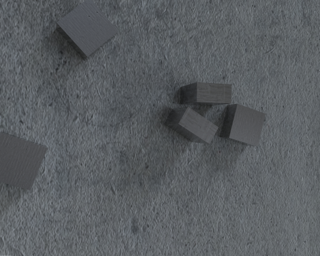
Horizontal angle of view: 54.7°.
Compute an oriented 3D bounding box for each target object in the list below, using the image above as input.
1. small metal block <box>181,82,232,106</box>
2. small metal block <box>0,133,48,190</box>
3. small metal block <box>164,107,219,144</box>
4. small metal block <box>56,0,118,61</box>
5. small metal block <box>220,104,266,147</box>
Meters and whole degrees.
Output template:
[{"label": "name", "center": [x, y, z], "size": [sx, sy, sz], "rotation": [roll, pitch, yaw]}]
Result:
[{"label": "small metal block", "center": [0.061, -0.045, 0.418], "size": [0.050, 0.050, 0.025], "rotation": [0, 90, -20]}, {"label": "small metal block", "center": [-0.161, 0.037, 0.349], "size": [0.050, 0.025, 0.050], "rotation": [22, 83, -19]}, {"label": "small metal block", "center": [0.040, -0.003, 0.410], "size": [0.050, 0.050, 0.025], "rotation": [32, 80, -17]}, {"label": "small metal block", "center": [-0.088, -0.119, 0.376], "size": [0.050, 0.025, 0.050], "rotation": [-45, 104, -15]}, {"label": "small metal block", "center": [0.121, -0.004, 0.454], "size": [0.050, 0.025, 0.050], "rotation": [17, 84, -19]}]
